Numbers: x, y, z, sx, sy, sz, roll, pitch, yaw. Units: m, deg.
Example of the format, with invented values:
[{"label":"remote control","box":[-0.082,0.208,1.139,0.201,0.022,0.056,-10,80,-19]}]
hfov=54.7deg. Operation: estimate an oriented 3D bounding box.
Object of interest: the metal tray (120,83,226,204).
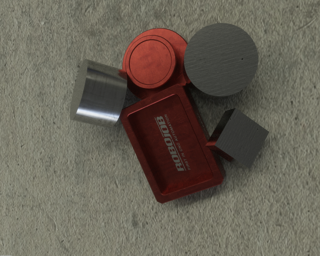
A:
[{"label":"metal tray","box":[0.015,0.020,0.390,0.090,0.030,0.129,-23,92,18]}]

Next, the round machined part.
[{"label":"round machined part","box":[-0.006,-0.082,0.404,0.098,0.042,0.097,0,90,20]}]

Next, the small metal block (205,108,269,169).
[{"label":"small metal block","box":[0.090,0.013,0.360,0.050,0.025,0.050,34,77,-10]}]

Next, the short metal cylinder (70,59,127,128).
[{"label":"short metal cylinder","box":[-0.081,-0.044,0.403,0.050,0.080,0.080,13,96,-24]}]

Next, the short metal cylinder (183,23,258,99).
[{"label":"short metal cylinder","box":[0.067,-0.075,0.362,0.080,0.050,0.079,0,92,2]}]
